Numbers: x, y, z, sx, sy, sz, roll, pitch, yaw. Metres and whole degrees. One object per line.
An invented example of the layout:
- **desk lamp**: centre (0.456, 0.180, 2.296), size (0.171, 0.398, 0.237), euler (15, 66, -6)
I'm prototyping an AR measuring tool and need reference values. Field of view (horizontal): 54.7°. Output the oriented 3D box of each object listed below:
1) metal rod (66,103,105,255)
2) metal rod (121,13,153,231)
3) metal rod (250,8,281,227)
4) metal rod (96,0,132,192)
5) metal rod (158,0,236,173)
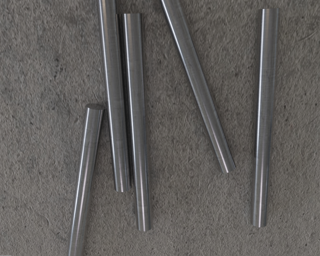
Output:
- **metal rod**: centre (-0.113, 0.109, 0.448), size (0.025, 0.025, 0.298), euler (11, 110, -4)
- **metal rod**: centre (-0.028, 0.007, 0.411), size (0.025, 0.025, 0.298), euler (-2, 110, 0)
- **metal rod**: centre (0.137, 0.001, 0.411), size (0.025, 0.025, 0.298), euler (-4, 110, 1)
- **metal rod**: centre (-0.057, -0.055, 0.388), size (0.025, 0.025, 0.298), euler (-2, 110, 0)
- **metal rod**: centre (0.040, -0.075, 0.382), size (0.025, 0.025, 0.299), euler (-20, 109, 7)
